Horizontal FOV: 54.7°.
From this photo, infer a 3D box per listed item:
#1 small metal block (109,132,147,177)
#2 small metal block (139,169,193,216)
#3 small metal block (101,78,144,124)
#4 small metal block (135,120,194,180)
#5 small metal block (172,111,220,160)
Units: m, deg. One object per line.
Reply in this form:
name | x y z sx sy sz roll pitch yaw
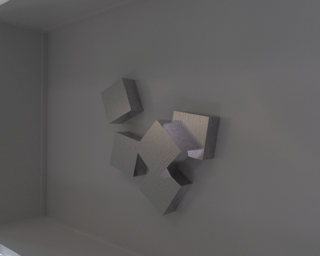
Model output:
small metal block | -0.042 0.036 0.442 0.050 0.025 0.050 19 102 38
small metal block | 0.007 0.075 0.402 0.050 0.025 0.050 43 116 31
small metal block | -0.056 -0.039 0.453 0.050 0.025 0.050 -27 73 37
small metal block | 0.004 0.025 0.371 0.050 0.025 0.050 -52 60 27
small metal block | 0.041 0.008 0.373 0.050 0.025 0.050 13 98 39
